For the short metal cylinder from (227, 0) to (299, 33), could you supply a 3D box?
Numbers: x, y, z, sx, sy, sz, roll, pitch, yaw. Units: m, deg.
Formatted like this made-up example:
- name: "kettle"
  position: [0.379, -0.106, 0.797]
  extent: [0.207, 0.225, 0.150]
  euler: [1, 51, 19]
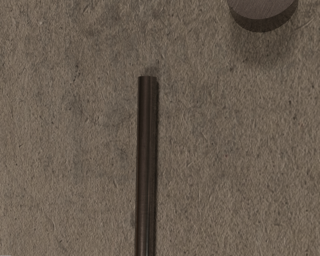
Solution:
- name: "short metal cylinder"
  position: [0.117, -0.156, 0.354]
  extent: [0.080, 0.050, 0.079]
  euler: [0, 90, 19]

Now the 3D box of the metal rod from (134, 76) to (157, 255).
- name: "metal rod"
  position: [-0.020, 0.081, 0.415]
  extent: [0.025, 0.025, 0.298]
  euler: [1, 90, 19]
